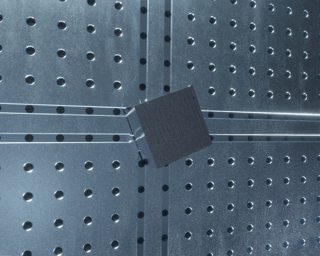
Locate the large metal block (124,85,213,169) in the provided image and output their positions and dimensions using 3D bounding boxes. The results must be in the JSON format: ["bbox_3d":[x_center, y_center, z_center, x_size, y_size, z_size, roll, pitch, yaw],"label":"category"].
[{"bbox_3d":[0.010,-0.002,0.401,0.081,0.050,0.080,-22,98,-19],"label":"large metal block"}]
